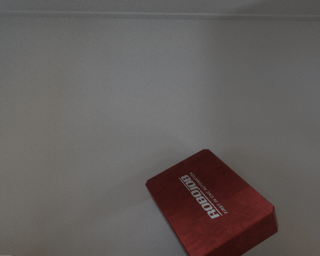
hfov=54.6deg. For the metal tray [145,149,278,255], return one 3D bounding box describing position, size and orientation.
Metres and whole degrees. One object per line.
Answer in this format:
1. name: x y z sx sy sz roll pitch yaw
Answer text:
1. metal tray: 0.048 0.081 0.335 0.090 0.030 0.130 -28 31 -10
